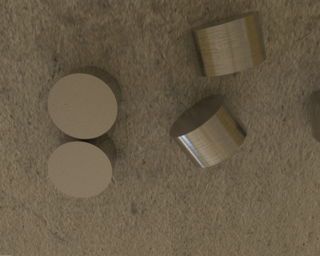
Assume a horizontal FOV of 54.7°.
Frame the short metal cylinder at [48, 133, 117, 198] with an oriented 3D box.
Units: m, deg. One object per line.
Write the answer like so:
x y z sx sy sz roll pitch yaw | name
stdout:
-0.100 0.045 0.412 0.081 0.050 0.079 0 110 -1 | short metal cylinder

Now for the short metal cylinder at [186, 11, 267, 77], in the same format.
0.074 -0.094 0.347 0.080 0.080 0.050 -15 110 5 | short metal cylinder

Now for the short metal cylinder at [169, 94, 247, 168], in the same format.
0.059 0.003 0.382 0.080 0.080 0.050 -35 107 12 | short metal cylinder

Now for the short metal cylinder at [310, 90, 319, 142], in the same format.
0.229 -0.017 0.378 0.080 0.080 0.050 -11 110 4 | short metal cylinder

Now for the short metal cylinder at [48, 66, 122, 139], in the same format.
-0.090 -0.033 0.383 0.081 0.050 0.079 0 110 -1 | short metal cylinder
